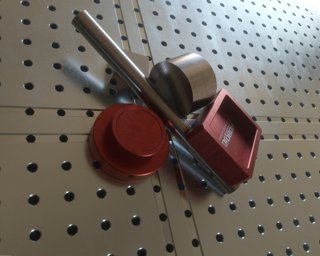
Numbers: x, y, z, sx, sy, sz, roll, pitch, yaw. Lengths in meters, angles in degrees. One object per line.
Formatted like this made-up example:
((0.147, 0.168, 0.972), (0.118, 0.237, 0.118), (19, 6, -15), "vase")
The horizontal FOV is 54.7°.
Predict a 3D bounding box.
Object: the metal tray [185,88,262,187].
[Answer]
((0.093, 0.008, 0.425), (0.090, 0.030, 0.131), (46, 35, -6), "metal tray")

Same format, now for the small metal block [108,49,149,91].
((-0.044, -0.080, 0.435), (0.050, 0.025, 0.050), (13, 56, -22), "small metal block")

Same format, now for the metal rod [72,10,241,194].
((-0.001, -0.030, 0.405), (0.300, 0.025, 0.025), (48, 51, -5), "metal rod")

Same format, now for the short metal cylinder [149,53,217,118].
((0.030, -0.058, 0.426), (0.050, 0.080, 0.080), (-28, 78, -38), "short metal cylinder")

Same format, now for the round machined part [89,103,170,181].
((-0.032, 0.011, 0.374), (0.099, 0.042, 0.098), (14, 56, -21), "round machined part")
